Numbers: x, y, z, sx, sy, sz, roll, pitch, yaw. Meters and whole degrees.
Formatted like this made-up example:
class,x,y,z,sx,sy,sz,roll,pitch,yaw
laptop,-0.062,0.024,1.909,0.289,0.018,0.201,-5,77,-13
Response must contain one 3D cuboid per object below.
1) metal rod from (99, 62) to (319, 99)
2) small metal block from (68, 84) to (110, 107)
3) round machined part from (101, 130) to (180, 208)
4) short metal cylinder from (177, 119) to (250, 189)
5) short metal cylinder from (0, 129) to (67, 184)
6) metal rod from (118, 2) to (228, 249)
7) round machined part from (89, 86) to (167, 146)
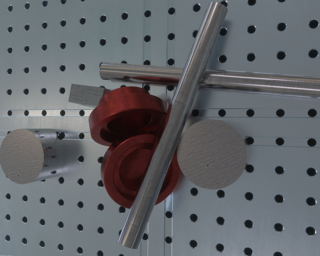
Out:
class,x,y,z,sx,sy,sz,roll,pitch,yaw
metal rod,0.061,-0.062,0.390,0.301,0.025,0.025,8,93,19
small metal block,-0.089,-0.042,0.430,0.050,0.050,0.025,9,89,20
round machined part,-0.027,0.050,0.395,0.099,0.042,0.097,-5,105,-21
short metal cylinder,0.066,0.030,0.376,0.080,0.050,0.080,0,90,19
short metal cylinder,-0.190,0.041,0.467,0.080,0.050,0.080,0,90,20
metal rod,0.017,-0.007,0.365,0.025,0.025,0.299,19,85,19
round machined part,-0.040,-0.016,0.392,0.098,0.098,0.042,-25,63,18
